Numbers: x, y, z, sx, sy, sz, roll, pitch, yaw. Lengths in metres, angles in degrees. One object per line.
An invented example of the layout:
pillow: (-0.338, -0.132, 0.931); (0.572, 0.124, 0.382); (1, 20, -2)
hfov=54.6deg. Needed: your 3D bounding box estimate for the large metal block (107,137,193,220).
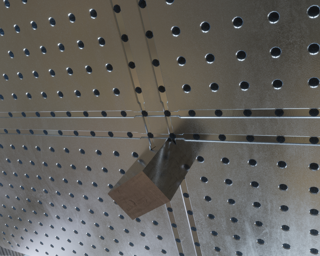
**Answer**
large metal block: (-0.012, 0.069, 0.425); (0.050, 0.080, 0.080); (48, 129, -6)
